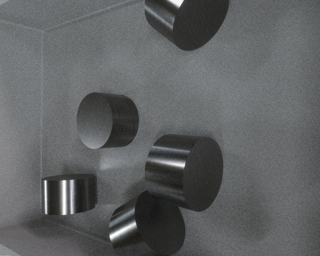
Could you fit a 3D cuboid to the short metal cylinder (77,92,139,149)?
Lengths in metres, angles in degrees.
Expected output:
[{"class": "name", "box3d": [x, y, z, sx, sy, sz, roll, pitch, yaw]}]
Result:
[{"class": "short metal cylinder", "box3d": [-0.077, -0.010, 0.455, 0.080, 0.050, 0.080, 0, 90, 40]}]

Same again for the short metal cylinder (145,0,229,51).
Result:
[{"class": "short metal cylinder", "box3d": [0.030, -0.134, 0.346, 0.050, 0.081, 0.080, 46, 118, 30]}]

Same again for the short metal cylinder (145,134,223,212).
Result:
[{"class": "short metal cylinder", "box3d": [0.029, 0.048, 0.347, 0.050, 0.081, 0.079, 5, 93, 40]}]

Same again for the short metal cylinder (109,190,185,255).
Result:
[{"class": "short metal cylinder", "box3d": [-0.015, 0.123, 0.383, 0.050, 0.081, 0.080, -38, 67, 34]}]

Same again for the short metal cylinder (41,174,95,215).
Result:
[{"class": "short metal cylinder", "box3d": [-0.144, 0.103, 0.491, 0.080, 0.081, 0.050, -4, 88, 40]}]
